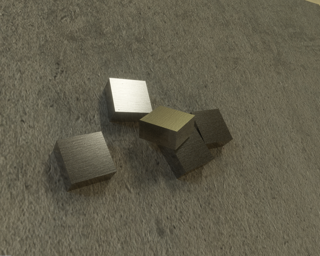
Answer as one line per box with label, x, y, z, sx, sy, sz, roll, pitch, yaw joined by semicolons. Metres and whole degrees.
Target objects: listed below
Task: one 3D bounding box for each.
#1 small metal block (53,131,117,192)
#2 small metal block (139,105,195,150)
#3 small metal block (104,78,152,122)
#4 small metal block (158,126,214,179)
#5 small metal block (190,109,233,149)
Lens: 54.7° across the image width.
small metal block;-0.082;0.036;0.338;0.050;0.025;0.050;-12;68;-33
small metal block;0.009;-0.002;0.383;0.050;0.025;0.050;18;32;24
small metal block;-0.042;-0.036;0.403;0.050;0.025;0.050;1;61;-28
small metal block;0.034;0.031;0.403;0.050;0.025;0.050;-19;72;-35
small metal block;0.067;0.003;0.438;0.050;0.025;0.050;-8;66;-32
